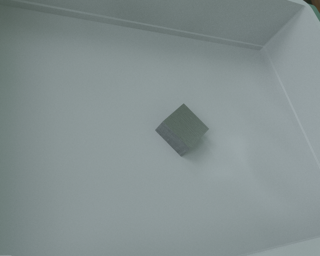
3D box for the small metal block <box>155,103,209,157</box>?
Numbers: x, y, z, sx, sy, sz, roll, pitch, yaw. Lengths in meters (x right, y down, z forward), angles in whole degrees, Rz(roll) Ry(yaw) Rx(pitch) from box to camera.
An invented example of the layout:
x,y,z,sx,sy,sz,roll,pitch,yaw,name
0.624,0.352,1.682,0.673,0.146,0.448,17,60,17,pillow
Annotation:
x,y,z,sx,sy,sz,roll,pitch,yaw,name
0.031,0.002,0.423,0.050,0.025,0.050,46,51,3,small metal block
